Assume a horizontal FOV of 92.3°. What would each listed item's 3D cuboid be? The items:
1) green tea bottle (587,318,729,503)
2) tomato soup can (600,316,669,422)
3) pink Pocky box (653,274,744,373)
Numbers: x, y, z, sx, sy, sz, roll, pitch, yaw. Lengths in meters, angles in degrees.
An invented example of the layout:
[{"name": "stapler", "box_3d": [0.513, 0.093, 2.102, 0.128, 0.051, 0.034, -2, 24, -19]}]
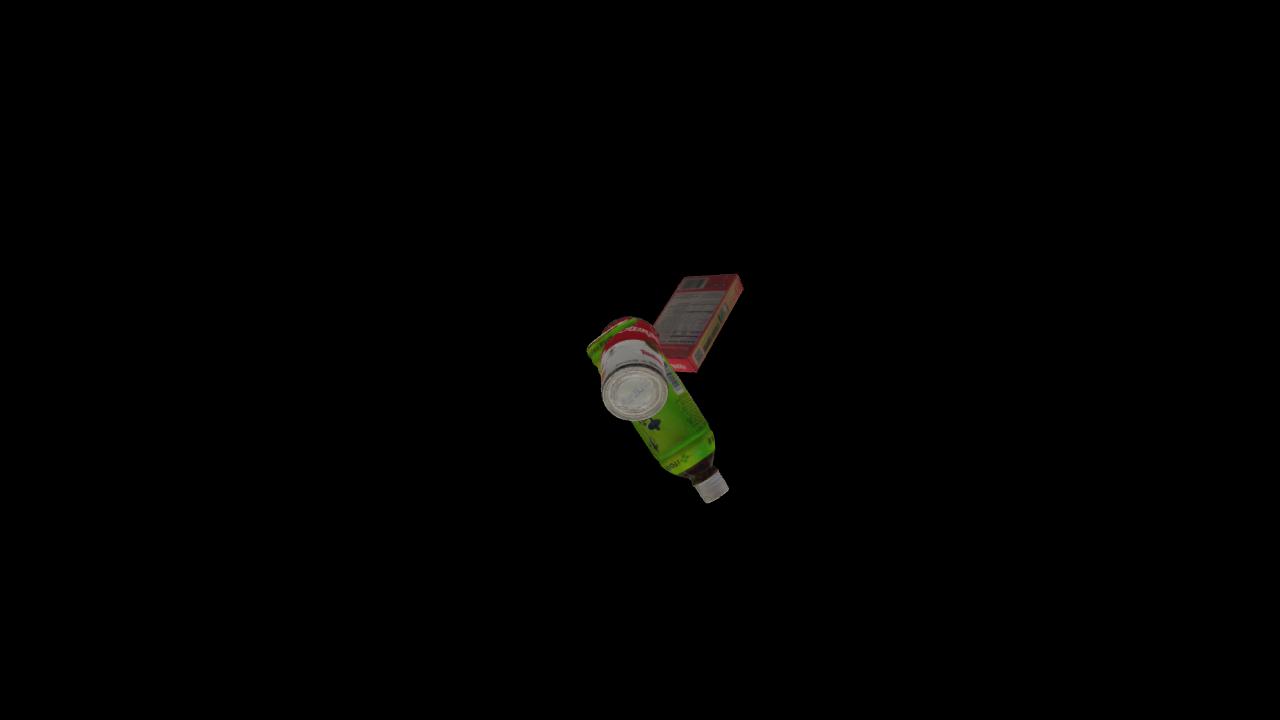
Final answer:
[{"name": "green tea bottle", "box_3d": [0.026, 0.057, 0.663, 0.073, 0.212, 0.073, -34, -6, -4]}, {"name": "tomato soup can", "box_3d": [-0.009, 0.008, 0.635, 0.068, 0.068, 0.101, 0, 31, -4]}, {"name": "pink Pocky box", "box_3d": [0.062, -0.048, 0.766, 0.084, 0.029, 0.155, 1, 46, 38]}]
